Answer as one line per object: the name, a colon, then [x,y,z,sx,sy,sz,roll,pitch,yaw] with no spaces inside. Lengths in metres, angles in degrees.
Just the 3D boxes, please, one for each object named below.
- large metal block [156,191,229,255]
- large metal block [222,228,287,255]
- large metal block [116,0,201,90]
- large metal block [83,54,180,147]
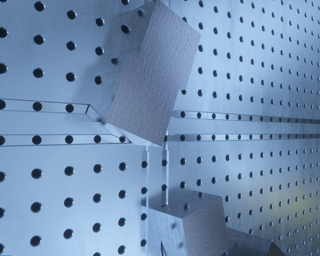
large metal block: [0.047,0.144,0.435,0.081,0.050,0.079,-15,100,-39]
large metal block: [0.155,0.214,0.507,0.080,0.080,0.050,46,62,-31]
large metal block: [-0.002,-0.100,0.393,0.080,0.050,0.080,27,73,-37]
large metal block: [-0.031,-0.029,0.368,0.080,0.050,0.080,27,73,-37]
